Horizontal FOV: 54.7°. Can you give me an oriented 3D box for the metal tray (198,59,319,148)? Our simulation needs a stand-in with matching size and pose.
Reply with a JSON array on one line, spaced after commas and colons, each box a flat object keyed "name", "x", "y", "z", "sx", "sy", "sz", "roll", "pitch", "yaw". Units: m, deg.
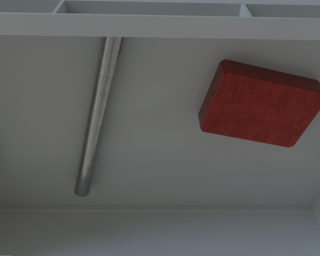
[{"name": "metal tray", "x": 0.124, "y": -0.027, "z": 0.385, "sx": 0.131, "sy": 0.030, "sz": 0.089, "roll": 10, "pitch": 129, "yaw": -10}]

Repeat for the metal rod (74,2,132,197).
[{"name": "metal rod", "x": -0.082, "y": -0.010, "z": 0.399, "sx": 0.025, "sy": 0.025, "sz": 0.298, "roll": 12, "pitch": 129, "yaw": -11}]
